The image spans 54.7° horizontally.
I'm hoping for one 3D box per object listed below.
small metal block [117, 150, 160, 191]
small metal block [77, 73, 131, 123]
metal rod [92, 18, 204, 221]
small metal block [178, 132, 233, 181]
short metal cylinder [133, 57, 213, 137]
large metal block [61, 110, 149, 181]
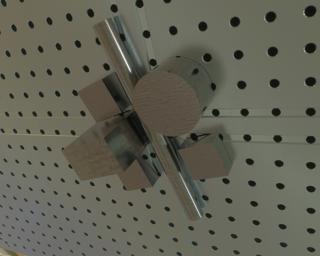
[{"bbox_3d":[-0.037,0.065,0.469,0.050,0.025,0.050,-17,110,34],"label":"small metal block"},{"bbox_3d":[-0.077,-0.041,0.425,0.050,0.025,0.050,-19,109,35],"label":"small metal block"},{"bbox_3d":[-0.008,0.002,0.415,0.025,0.025,0.299,-13,112,33],"label":"metal rod"},{"bbox_3d":[0.059,0.038,0.402,0.050,0.025,0.050,-15,111,34],"label":"small metal block"},{"bbox_3d":[0.016,-0.037,0.362,0.080,0.050,0.079,13,124,20],"label":"short metal cylinder"},{"bbox_3d":[-0.070,0.023,0.423,0.080,0.080,0.050,-16,110,34],"label":"large metal block"}]
